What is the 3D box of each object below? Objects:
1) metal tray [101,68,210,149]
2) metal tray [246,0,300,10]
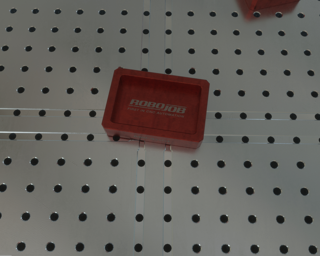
[{"bbox_3d":[-0.004,-0.028,0.419,0.131,0.030,0.090,8,70,2],"label":"metal tray"},{"bbox_3d":[0.171,-0.261,0.507,0.091,0.030,0.130,-14,71,-6],"label":"metal tray"}]
